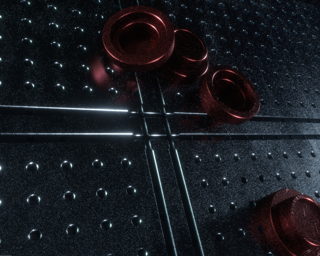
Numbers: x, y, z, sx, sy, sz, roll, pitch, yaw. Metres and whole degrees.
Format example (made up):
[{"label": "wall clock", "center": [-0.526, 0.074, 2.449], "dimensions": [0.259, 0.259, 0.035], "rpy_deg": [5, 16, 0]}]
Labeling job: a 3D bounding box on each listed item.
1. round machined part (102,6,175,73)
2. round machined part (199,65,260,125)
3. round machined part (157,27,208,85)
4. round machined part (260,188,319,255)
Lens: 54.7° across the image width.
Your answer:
[{"label": "round machined part", "center": [-0.029, -0.121, 0.440], "dimensions": [0.099, 0.042, 0.098], "rpy_deg": [0, 69, 0]}, {"label": "round machined part", "center": [0.103, -0.047, 0.484], "dimensions": [0.099, 0.042, 0.098], "rpy_deg": [14, 56, -21]}, {"label": "round machined part", "center": [0.035, -0.121, 0.492], "dimensions": [0.099, 0.042, 0.098], "rpy_deg": [14, 56, -21]}, {"label": "round machined part", "center": [0.191, 0.129, 0.424], "dimensions": [0.099, 0.042, 0.098], "rpy_deg": [14, 56, -21]}]
